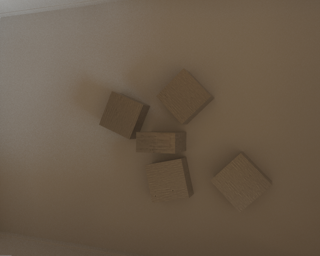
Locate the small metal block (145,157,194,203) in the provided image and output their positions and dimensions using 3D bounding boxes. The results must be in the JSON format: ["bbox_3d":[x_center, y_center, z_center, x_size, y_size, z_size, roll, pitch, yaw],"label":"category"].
[{"bbox_3d":[0.012,0.068,0.406,0.050,0.025,0.050,-12,86,19],"label":"small metal block"}]

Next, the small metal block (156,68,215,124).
[{"bbox_3d":[0.033,-0.040,0.399,0.050,0.025,0.050,-45,76,14],"label":"small metal block"}]

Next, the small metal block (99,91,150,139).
[{"bbox_3d":[-0.049,-0.018,0.428,0.050,0.025,0.050,25,98,18],"label":"small metal block"}]

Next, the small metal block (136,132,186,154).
[{"bbox_3d":[0.003,0.018,0.396,0.050,0.050,0.025,1,90,20],"label":"small metal block"}]

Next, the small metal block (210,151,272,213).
[{"bbox_3d":[0.099,0.064,0.376,0.050,0.025,0.050,-46,76,14],"label":"small metal block"}]
